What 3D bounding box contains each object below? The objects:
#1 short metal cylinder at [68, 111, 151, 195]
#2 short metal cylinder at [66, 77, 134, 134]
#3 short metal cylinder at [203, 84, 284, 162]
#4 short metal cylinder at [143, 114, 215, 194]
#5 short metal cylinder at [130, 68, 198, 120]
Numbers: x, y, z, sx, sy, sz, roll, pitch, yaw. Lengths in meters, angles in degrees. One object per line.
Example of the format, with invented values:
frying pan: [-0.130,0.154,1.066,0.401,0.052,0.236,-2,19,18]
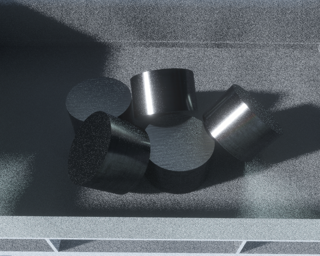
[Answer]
short metal cylinder: [-0.056,0.028,0.335,0.050,0.080,0.080,24,37,-38]
short metal cylinder: [-0.076,-0.021,0.402,0.081,0.050,0.080,0,50,0]
short metal cylinder: [0.097,-0.006,0.367,0.080,0.050,0.080,35,26,-19]
short metal cylinder: [0.020,0.030,0.362,0.081,0.050,0.080,0,50,0]
short metal cylinder: [0.005,-0.040,0.391,0.081,0.080,0.050,-6,86,-6]
